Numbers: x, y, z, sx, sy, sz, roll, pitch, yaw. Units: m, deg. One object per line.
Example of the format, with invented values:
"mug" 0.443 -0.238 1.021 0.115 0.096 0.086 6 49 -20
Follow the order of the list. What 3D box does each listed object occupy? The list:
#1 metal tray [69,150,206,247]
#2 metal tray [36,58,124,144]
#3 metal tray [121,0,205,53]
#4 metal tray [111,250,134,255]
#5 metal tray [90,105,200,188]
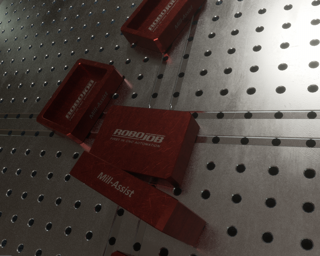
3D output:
"metal tray" -0.024 0.074 0.332 0.130 0.090 0.030 21 73 35
"metal tray" -0.129 -0.047 0.499 0.090 0.030 0.130 19 72 35
"metal tray" 0.006 -0.193 0.518 0.090 0.030 0.130 28 77 37
"metal tray" -0.007 0.185 0.294 0.130 0.030 0.090 11 67 32
"metal tray" -0.024 0.019 0.404 0.130 0.030 0.090 7 65 31
